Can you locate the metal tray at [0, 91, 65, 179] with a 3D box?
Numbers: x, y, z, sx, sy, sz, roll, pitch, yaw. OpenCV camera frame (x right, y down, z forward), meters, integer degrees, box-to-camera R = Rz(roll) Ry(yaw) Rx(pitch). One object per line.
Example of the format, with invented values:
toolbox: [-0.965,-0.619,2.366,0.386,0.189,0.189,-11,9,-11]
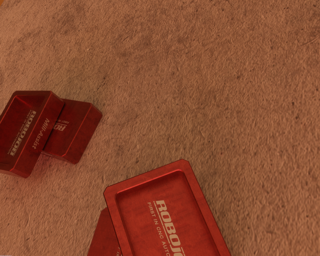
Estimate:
metal tray: [-0.210,0.005,0.468,0.090,0.030,0.130,4,64,30]

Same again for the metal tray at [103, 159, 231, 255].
metal tray: [0.009,0.105,0.295,0.091,0.030,0.130,-20,65,-8]

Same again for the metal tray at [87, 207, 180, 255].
metal tray: [-0.037,0.156,0.324,0.090,0.030,0.130,1,62,28]

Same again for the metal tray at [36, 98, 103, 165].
metal tray: [-0.163,-0.001,0.487,0.130,0.030,0.090,11,67,32]
